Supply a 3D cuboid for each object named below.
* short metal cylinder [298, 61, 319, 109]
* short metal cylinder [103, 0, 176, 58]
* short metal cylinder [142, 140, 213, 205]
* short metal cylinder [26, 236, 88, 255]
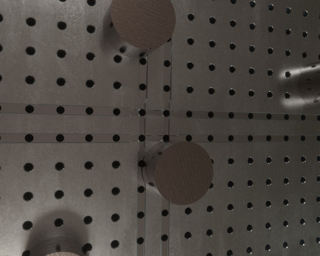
[{"bbox_3d":[0.276,-0.072,0.504,0.081,0.050,0.079,0,90,-20],"label":"short metal cylinder"},{"bbox_3d":[-0.027,-0.133,0.390,0.081,0.050,0.079,0,90,-21],"label":"short metal cylinder"},{"bbox_3d":[0.022,0.056,0.409,0.081,0.050,0.079,0,90,-21],"label":"short metal cylinder"},{"bbox_3d":[-0.119,0.173,0.356,0.081,0.050,0.079,0,90,-20],"label":"short metal cylinder"}]
